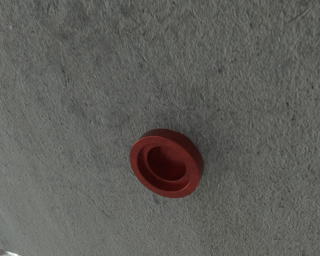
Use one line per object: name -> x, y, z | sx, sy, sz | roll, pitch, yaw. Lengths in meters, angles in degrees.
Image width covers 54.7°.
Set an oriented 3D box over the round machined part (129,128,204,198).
round machined part -> 0.012, 0.043, 0.416 | 0.098, 0.042, 0.097 | 13, 124, 20
